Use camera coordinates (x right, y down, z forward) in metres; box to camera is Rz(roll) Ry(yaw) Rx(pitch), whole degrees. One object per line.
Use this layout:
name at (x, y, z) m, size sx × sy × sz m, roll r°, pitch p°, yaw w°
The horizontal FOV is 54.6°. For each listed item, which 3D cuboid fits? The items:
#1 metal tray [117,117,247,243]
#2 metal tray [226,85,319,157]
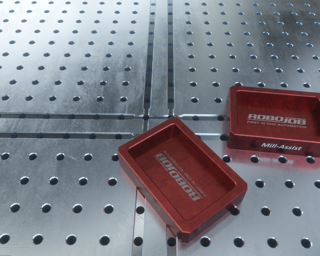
metal tray at (0.022, 0.053, 0.360) m, size 0.091 × 0.030 × 0.130 m, roll -30°, pitch 56°, yaw -23°
metal tray at (0.157, -0.011, 0.414) m, size 0.131 × 0.030 × 0.090 m, roll 6°, pitch 50°, yaw 4°
